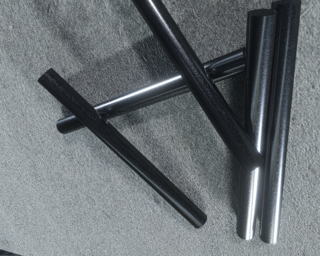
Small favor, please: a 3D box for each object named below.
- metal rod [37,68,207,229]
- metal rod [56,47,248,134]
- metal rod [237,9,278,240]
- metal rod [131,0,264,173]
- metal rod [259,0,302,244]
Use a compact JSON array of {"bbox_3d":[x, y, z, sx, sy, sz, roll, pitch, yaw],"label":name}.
[{"bbox_3d":[-0.043,0.036,0.426,0.300,0.025,0.025,45,129,-13],"label":"metal rod"},{"bbox_3d":[-0.030,-0.036,0.398,0.300,0.025,0.025,-16,110,34],"label":"metal rod"},{"bbox_3d":[0.104,0.023,0.351,0.025,0.025,0.298,9,127,23],"label":"metal rod"},{"bbox_3d":[0.016,-0.085,0.319,0.025,0.025,0.299,-31,94,37],"label":"metal rod"},{"bbox_3d":[0.130,0.017,0.348,0.025,0.025,0.298,7,122,24],"label":"metal rod"}]
